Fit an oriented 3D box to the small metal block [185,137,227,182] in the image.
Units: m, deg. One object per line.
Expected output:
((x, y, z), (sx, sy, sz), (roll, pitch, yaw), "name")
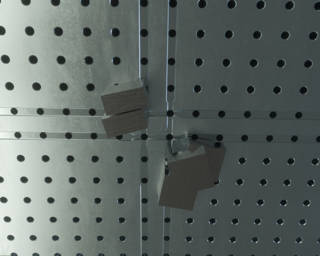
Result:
((0.059, 0.044, 0.430), (0.050, 0.025, 0.050), (10, 110, -4), "small metal block")

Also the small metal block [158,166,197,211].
((0.027, 0.087, 0.446), (0.050, 0.025, 0.050), (10, 110, -4), "small metal block")

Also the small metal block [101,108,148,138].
((-0.042, -0.014, 0.395), (0.050, 0.050, 0.025), (-14, 110, 5), "small metal block")

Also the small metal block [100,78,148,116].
((-0.042, -0.039, 0.385), (0.050, 0.050, 0.025), (-12, 110, 4), "small metal block")

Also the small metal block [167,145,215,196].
((0.040, 0.056, 0.408), (0.050, 0.025, 0.050), (-15, 109, 5), "small metal block")
